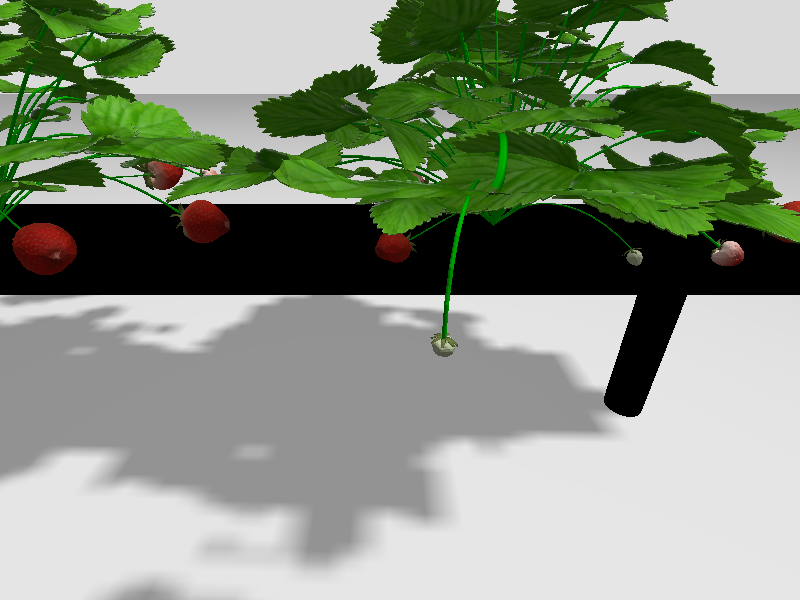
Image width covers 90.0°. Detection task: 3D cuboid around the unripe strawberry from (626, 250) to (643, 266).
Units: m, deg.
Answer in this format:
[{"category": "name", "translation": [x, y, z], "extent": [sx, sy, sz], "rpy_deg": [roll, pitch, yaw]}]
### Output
[{"category": "unripe strawberry", "translation": [0.166, -0.030, 0.283], "extent": [0.011, 0.011, 0.010], "rpy_deg": [-24, 0, -36]}]

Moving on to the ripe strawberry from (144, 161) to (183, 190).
[{"category": "ripe strawberry", "translation": [-0.275, -0.152, 0.468], "extent": [0.038, 0.043, 0.041], "rpy_deg": [18, 33, 29]}]

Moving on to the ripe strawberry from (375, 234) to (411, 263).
[{"category": "ripe strawberry", "translation": [-0.006, -0.038, 0.283], "extent": [0.026, 0.022, 0.026], "rpy_deg": [-25, 37, -36]}]

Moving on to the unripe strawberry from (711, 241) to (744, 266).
[{"category": "unripe strawberry", "translation": [0.227, -0.031, 0.277], "extent": [0.016, 0.017, 0.018], "rpy_deg": [-37, -16, -47]}]

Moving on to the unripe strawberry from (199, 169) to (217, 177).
[{"category": "unripe strawberry", "translation": [-0.221, -0.141, 0.471], "extent": [0.026, 0.023, 0.023], "rpy_deg": [28, 13, 40]}]

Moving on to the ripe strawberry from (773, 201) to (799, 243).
[{"category": "ripe strawberry", "translation": [0.313, -0.062, 0.315], "extent": [0.038, 0.033, 0.038], "rpy_deg": [6, 30, 9]}]

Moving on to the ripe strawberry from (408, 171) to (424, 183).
[{"category": "ripe strawberry", "translation": [0.002, -0.107, 0.394], "extent": [0.043, 0.043, 0.040], "rpy_deg": [15, 32, 26]}]

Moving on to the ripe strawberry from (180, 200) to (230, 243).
[{"category": "ripe strawberry", "translation": [-0.153, -0.062, 0.318], "extent": [0.035, 0.034, 0.032], "rpy_deg": [8, 30, 8]}]

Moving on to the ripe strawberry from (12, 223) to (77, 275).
[{"category": "ripe strawberry", "translation": [-0.235, -0.033, 0.268], "extent": [0.035, 0.035, 0.033], "rpy_deg": [21, 35, 32]}]

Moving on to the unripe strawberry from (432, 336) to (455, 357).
[{"category": "unripe strawberry", "translation": [0.020, 0.022, 0.184], "extent": [0.011, 0.010, 0.010], "rpy_deg": [9, 30, 16]}]
